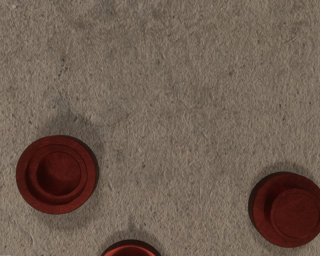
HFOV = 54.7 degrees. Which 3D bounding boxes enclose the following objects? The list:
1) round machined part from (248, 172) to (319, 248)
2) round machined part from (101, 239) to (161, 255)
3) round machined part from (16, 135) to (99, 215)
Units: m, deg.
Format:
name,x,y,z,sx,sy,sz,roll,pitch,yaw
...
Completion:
name,x,y,z,sx,sy,sz,roll,pitch,yaw
round machined part,0.170,0.108,0.404,0.099,0.042,0.097,0,90,-1
round machined part,-0.040,0.200,0.401,0.099,0.042,0.097,0,90,-1
round machined part,-0.127,0.058,0.400,0.099,0.042,0.097,0,90,-1
